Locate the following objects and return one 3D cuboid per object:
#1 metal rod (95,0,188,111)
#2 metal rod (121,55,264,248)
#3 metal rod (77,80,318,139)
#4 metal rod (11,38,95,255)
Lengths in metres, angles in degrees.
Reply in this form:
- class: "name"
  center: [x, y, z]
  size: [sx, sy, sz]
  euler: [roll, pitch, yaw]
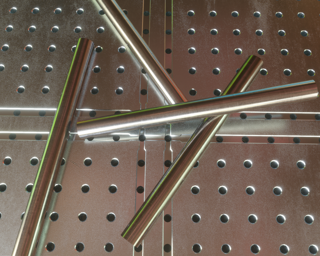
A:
- class: "metal rod"
  center: [-0.049, -0.145, 0.464]
  size: [0.025, 0.025, 0.299]
  euler: [-31, 73, -11]
- class: "metal rod"
  center: [0.051, 0.018, 0.405]
  size: [0.025, 0.025, 0.300]
  euler: [34, 73, 11]
- class: "metal rod"
  center: [0.043, -0.023, 0.398]
  size: [0.302, 0.025, 0.025]
  euler: [-10, 70, 5]
- class: "metal rod"
  center: [-0.133, 0.014, 0.405]
  size: [0.025, 0.025, 0.299]
  euler: [9, 70, 3]
